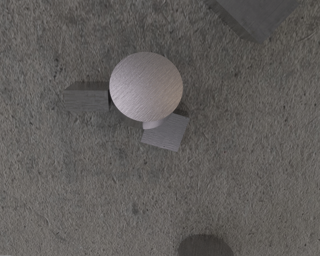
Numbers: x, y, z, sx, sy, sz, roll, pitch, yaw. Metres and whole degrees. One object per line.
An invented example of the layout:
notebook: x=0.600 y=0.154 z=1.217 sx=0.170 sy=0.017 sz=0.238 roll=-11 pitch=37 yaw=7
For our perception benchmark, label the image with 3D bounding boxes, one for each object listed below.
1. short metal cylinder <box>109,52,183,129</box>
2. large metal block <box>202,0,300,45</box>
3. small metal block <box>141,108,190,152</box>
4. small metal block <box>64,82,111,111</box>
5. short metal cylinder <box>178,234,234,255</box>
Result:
short metal cylinder: x=-0.017 y=-0.042 z=0.363 sx=0.081 sy=0.050 sz=0.080 roll=1 pitch=80 yaw=-6
large metal block: x=0.087 y=-0.139 z=0.330 sx=0.080 sy=0.080 sz=0.050 roll=39 pitch=105 yaw=-13
small metal block: x=0.006 y=-0.002 z=0.409 sx=0.050 sy=0.025 sz=0.050 roll=16 pitch=109 yaw=-6
small metal block: x=-0.085 y=-0.040 z=0.381 sx=0.050 sy=0.050 sz=0.025 roll=0 pitch=110 yaw=0
short metal cylinder: x=0.065 y=0.204 z=0.456 sx=0.081 sy=0.080 sz=0.050 roll=2 pitch=110 yaw=-1
